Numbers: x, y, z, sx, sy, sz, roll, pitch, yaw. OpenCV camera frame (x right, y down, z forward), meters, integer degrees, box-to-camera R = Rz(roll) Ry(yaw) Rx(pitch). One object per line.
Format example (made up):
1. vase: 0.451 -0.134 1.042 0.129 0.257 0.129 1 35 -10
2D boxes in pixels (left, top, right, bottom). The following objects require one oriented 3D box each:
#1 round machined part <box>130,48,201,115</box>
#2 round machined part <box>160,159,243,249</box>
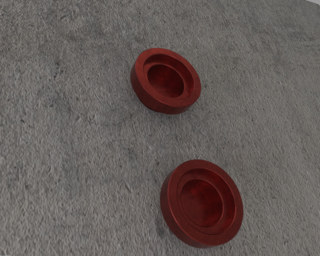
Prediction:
1. round machined part: 0.005 -0.060 0.432 0.099 0.042 0.098 14 56 -21
2. round machined part: 0.044 0.089 0.362 0.099 0.042 0.098 14 56 -21
